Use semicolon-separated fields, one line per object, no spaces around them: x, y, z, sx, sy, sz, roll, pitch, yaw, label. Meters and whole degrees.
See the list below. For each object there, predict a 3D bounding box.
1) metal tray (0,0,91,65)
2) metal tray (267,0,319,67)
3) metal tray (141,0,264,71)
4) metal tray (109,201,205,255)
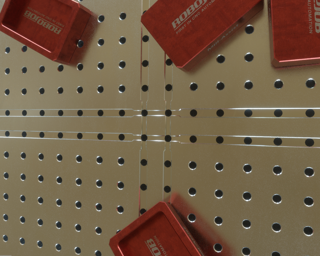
-0.179;-0.165;0.471;0.130;0.030;0.090;30;100;17;metal tray
0.170;-0.139;0.345;0.090;0.030;0.129;-3;89;13;metal tray
0.051;-0.147;0.391;0.130;0.030;0.090;-39;78;15;metal tray
0.007;0.169;0.379;0.090;0.030;0.130;-37;64;1;metal tray
